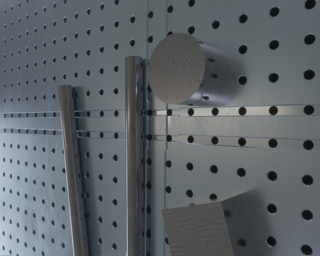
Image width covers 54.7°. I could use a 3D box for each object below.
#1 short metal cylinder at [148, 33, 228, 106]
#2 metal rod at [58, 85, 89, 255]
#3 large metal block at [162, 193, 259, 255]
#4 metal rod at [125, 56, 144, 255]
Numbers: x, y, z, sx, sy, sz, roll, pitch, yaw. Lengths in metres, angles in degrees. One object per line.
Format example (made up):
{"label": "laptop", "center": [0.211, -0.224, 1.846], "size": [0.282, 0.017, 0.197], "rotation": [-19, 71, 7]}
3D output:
{"label": "short metal cylinder", "center": [0.032, -0.067, 0.367], "size": [0.080, 0.050, 0.079], "rotation": [0, 90, 40]}
{"label": "metal rod", "center": [-0.149, 0.074, 0.532], "size": [0.025, 0.025, 0.298], "rotation": [-12, 82, 39]}
{"label": "large metal block", "center": [0.056, 0.122, 0.347], "size": [0.080, 0.050, 0.080], "rotation": [-20, 77, 38]}
{"label": "metal rod", "center": [-0.036, 0.050, 0.439], "size": [0.025, 0.025, 0.298], "rotation": [-1, 90, 40]}
